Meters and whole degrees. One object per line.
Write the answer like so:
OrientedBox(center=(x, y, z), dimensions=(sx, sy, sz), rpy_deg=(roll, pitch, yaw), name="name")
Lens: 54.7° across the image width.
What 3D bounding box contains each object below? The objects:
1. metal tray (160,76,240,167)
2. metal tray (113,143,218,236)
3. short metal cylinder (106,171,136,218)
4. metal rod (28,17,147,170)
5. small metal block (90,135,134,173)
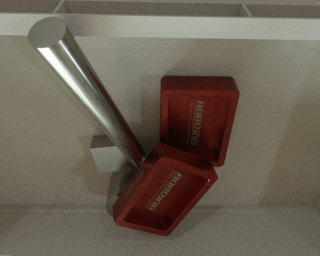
OrientedBox(center=(0.045, -0.004, 0.403), dimensions=(0.091, 0.030, 0.129), rpy_deg=(0, 130, -1), name="metal tray")
OrientedBox(center=(0.004, 0.088, 0.421), dimensions=(0.091, 0.030, 0.129), rpy_deg=(22, 117, -25), name="metal tray")
OrientedBox(center=(-0.040, 0.104, 0.480), dimensions=(0.081, 0.050, 0.079), rpy_deg=(0, 130, 0), name="short metal cylinder")
OrientedBox(center=(-0.046, 0.000, 0.328), dimensions=(0.025, 0.025, 0.299), rpy_deg=(-8, 155, 7), name="metal rod")
OrientedBox(center=(-0.066, 0.036, 0.439), dimensions=(0.050, 0.025, 0.050), rpy_deg=(-6, 130, 4), name="small metal block")
